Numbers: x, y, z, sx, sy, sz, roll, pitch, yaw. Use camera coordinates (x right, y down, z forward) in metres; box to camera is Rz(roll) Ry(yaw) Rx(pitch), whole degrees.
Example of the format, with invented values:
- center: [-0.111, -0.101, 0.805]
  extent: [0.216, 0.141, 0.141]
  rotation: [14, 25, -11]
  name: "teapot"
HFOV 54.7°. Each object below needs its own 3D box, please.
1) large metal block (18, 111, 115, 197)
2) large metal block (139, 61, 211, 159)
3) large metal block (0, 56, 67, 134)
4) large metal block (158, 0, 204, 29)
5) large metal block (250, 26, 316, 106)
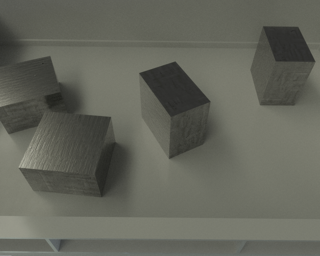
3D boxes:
- center: [-0.102, 0.030, 0.363]
  extent: [0.080, 0.050, 0.080]
  rotation: [5, 50, 3]
  name: "large metal block"
- center: [0.015, -0.022, 0.388]
  extent: [0.050, 0.080, 0.080]
  rotation: [-22, 54, -17]
  name: "large metal block"
- center: [-0.179, -0.047, 0.426]
  extent: [0.081, 0.050, 0.080]
  rotation: [-17, 52, -14]
  name: "large metal block"
- center: [0.036, -0.233, 0.588]
  extent: [0.081, 0.050, 0.080]
  rotation: [0, 50, -1]
  name: "large metal block"
- center: [0.171, -0.089, 0.446]
  extent: [0.050, 0.080, 0.080]
  rotation: [1, 50, 0]
  name: "large metal block"
